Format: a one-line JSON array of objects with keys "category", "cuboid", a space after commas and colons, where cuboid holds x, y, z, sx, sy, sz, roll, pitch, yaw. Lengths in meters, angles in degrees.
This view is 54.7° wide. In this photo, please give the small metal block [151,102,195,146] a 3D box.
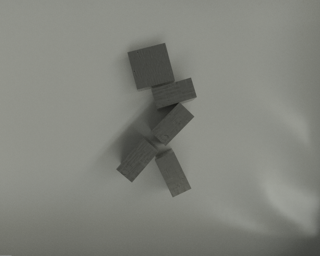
[{"category": "small metal block", "cuboid": [0.015, -0.005, 0.399, 0.025, 0.050, 0.050, 44, 90, -1]}]

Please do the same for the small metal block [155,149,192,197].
[{"category": "small metal block", "cuboid": [0.016, 0.056, 0.399, 0.025, 0.050, 0.050, -26, 90, 0]}]

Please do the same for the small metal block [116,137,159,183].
[{"category": "small metal block", "cuboid": [-0.027, 0.039, 0.399, 0.025, 0.050, 0.050, 41, 90, -1]}]

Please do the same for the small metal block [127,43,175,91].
[{"category": "small metal block", "cuboid": [-0.011, -0.080, 0.411, 0.050, 0.025, 0.050, -15, 90, -1]}]

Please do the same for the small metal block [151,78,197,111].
[{"category": "small metal block", "cuboid": [0.017, -0.042, 0.399, 0.050, 0.050, 0.025, -16, 90, 0]}]
